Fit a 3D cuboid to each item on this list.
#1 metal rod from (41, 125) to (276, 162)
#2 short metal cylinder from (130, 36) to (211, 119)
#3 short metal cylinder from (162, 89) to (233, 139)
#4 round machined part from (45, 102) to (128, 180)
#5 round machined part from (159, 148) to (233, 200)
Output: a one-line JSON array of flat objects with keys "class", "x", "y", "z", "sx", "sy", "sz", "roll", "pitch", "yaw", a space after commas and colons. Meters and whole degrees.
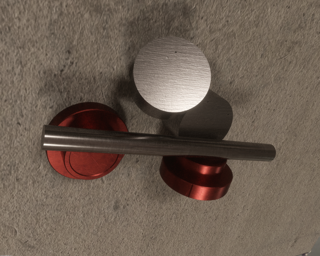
[{"class": "metal rod", "x": 0.021, "y": 0.022, "z": 0.369, "sx": 0.302, "sy": 0.025, "sz": 0.025, "roll": 6, "pitch": 116, "yaw": -27}, {"class": "short metal cylinder", "x": 0.009, "y": -0.052, "z": 0.339, "sx": 0.081, "sy": 0.050, "sz": 0.080, "roll": 1, "pitch": 83, "yaw": -10}, {"class": "short metal cylinder", "x": 0.048, "y": -0.015, "z": 0.410, "sx": 0.081, "sy": 0.050, "sz": 0.079, "roll": -14, "pitch": 124, "yaw": -21}, {"class": "round machined part", "x": -0.082, "y": 0.022, "z": 0.365, "sx": 0.099, "sy": 0.042, "sz": 0.097, "roll": -14, "pitch": 125, "yaw": -21}, {"class": "round machined part", "x": 0.052, "y": 0.050, "z": 0.421, "sx": 0.099, "sy": 0.098, "sz": 0.042, "roll": -1, "pitch": 119, "yaw": -29}]
